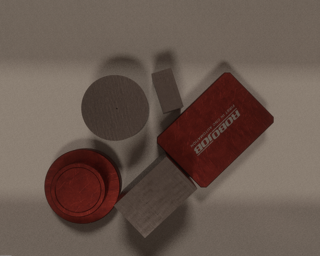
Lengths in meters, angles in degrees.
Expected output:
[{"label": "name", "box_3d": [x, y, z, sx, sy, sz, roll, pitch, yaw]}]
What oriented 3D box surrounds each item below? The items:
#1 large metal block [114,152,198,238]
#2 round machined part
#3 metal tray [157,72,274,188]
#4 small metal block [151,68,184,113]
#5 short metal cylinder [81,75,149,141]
[{"label": "large metal block", "box_3d": [-0.005, 0.077, 0.384, 0.080, 0.080, 0.050, -43, 91, 0]}, {"label": "round machined part", "box_3d": [-0.101, 0.076, 0.402, 0.099, 0.042, 0.097, 0, 90, -1]}, {"label": "metal tray", "box_3d": [0.071, 0.002, 0.410, 0.130, 0.030, 0.090, -44, 91, 0]}, {"label": "small metal block", "box_3d": [0.009, -0.046, 0.399, 0.025, 0.050, 0.050, -18, 90, 0]}, {"label": "short metal cylinder", "box_3d": [-0.055, -0.024, 0.398, 0.081, 0.050, 0.079, 0, 90, -1]}]
